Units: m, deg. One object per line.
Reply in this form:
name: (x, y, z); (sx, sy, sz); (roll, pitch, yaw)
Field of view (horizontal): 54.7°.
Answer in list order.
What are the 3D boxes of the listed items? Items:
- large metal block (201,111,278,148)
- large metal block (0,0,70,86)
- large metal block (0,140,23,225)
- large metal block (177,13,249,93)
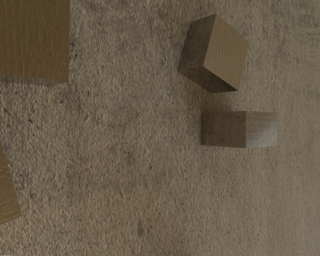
large metal block: (0.119, 0.002, 0.469); (0.081, 0.080, 0.050); (0, 91, -40)
large metal block: (-0.130, -0.084, 0.279); (0.081, 0.050, 0.080); (1, 89, -40)
large metal block: (-0.169, 0.045, 0.247); (0.081, 0.050, 0.079); (-19, 102, -38)
large metal block: (0.079, -0.105, 0.454); (0.080, 0.050, 0.080); (25, 75, -37)
